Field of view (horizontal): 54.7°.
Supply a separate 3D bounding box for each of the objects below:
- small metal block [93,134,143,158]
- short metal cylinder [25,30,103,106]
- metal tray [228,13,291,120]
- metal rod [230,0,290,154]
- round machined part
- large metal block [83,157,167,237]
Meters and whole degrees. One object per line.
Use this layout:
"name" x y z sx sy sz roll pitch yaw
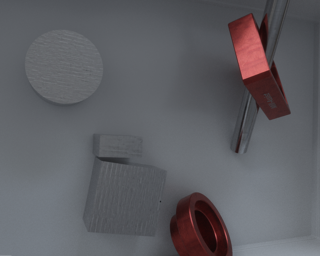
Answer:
"small metal block" -0.053 0.021 0.379 0.050 0.050 0.025 4 89 -20
"short metal cylinder" -0.110 -0.066 0.357 0.081 0.050 0.079 0 90 -21
"metal tray" 0.132 -0.074 0.401 0.130 0.030 0.090 31 46 -54
"metal rod" 0.130 -0.097 0.383 0.025 0.025 0.298 -6 122 -20
"round machined part" 0.050 0.137 0.402 0.042 0.098 0.098 -32 104 23
"large metal block" -0.044 0.083 0.382 0.081 0.050 0.080 12 86 -20
